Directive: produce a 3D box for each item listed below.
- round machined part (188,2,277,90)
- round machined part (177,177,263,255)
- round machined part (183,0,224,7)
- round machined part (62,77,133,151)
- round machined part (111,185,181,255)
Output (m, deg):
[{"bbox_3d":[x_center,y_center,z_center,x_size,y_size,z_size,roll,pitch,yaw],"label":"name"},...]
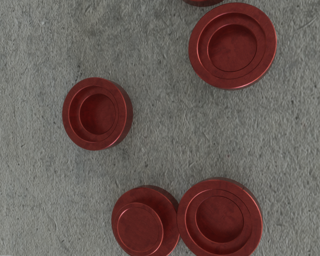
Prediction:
[{"bbox_3d":[0.087,-0.093,0.369,0.098,0.042,0.097,0,90,20],"label":"round machined part"},{"bbox_3d":[0.073,0.108,0.374,0.098,0.042,0.097,0,90,20],"label":"round machined part"},{"bbox_3d":[0.054,-0.205,0.381,0.098,0.042,0.097,0,90,20],"label":"round machined part"},{"bbox_3d":[-0.082,-0.019,0.429,0.098,0.042,0.097,0,90,20],"label":"round machined part"},{"bbox_3d":[-0.021,0.127,0.407,0.098,0.042,0.097,0,90,20],"label":"round machined part"}]
